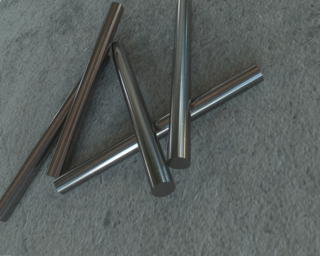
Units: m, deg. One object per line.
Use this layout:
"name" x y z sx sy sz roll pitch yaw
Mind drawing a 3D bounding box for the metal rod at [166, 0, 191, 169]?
"metal rod" 0.029 -0.081 0.413 0.025 0.025 0.300 -12 49 21

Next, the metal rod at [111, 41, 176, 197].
"metal rod" -0.034 -0.037 0.417 0.025 0.025 0.300 -30 44 9

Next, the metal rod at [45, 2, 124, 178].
"metal rod" -0.111 -0.068 0.482 0.025 0.025 0.299 5 70 30

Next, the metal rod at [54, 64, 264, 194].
"metal rod" -0.008 0.006 0.403 0.301 0.025 0.025 -30 52 8

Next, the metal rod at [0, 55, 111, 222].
"metal rod" -0.164 0.002 0.485 0.025 0.025 0.300 17 70 34
